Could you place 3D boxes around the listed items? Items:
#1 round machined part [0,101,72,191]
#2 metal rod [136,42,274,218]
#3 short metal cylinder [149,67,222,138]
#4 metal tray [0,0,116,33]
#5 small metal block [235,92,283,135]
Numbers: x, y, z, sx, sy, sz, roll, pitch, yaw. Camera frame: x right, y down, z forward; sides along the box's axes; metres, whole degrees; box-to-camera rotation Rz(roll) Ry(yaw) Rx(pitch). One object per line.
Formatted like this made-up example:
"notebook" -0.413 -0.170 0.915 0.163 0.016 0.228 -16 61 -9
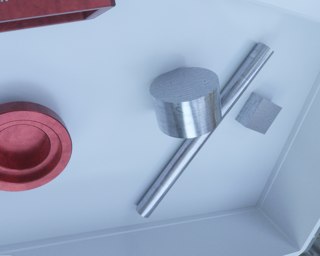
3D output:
"round machined part" -0.147 0.016 0.327 0.099 0.042 0.097 -14 125 -21
"metal rod" 0.059 0.010 0.448 0.025 0.025 0.299 28 103 -38
"short metal cylinder" 0.032 -0.032 0.372 0.081 0.080 0.050 -24 127 -14
"metal tray" -0.110 -0.097 0.243 0.131 0.090 0.030 -16 107 -20
"small metal block" 0.153 -0.022 0.481 0.050 0.025 0.050 17 109 -36
